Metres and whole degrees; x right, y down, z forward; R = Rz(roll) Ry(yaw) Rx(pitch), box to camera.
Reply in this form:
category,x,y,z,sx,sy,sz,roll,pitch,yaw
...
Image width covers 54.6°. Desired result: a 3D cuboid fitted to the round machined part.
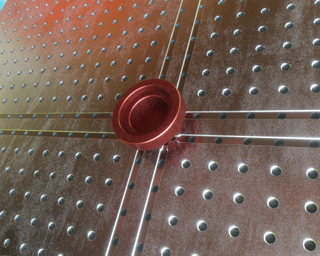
category,x,y,z,sx,sy,sz,roll,pitch,yaw
round machined part,-0.011,-0.014,0.412,0.098,0.042,0.098,-13,56,21
